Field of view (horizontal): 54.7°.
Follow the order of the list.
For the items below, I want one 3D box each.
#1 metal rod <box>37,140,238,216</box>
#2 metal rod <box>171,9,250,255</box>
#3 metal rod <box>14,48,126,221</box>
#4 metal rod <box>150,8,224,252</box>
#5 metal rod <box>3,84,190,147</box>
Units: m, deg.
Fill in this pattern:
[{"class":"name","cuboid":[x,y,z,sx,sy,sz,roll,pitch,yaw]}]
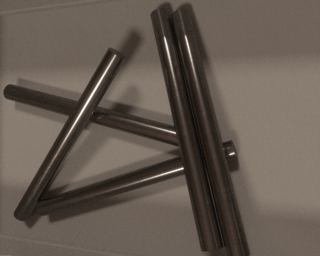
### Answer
[{"class":"metal rod","cuboid":[-0.043,0.074,0.424,0.300,0.025,0.025,-19,84,18]},{"class":"metal rod","cuboid":[0.056,-0.004,0.368,0.025,0.025,0.299,-16,77,19]},{"class":"metal rod","cuboid":[-0.135,0.021,0.436,0.025,0.025,0.298,41,110,15]},{"class":"metal rod","cuboid":[0.029,-0.009,0.377,0.025,0.025,0.299,-16,76,19]},{"class":"metal rod","cuboid":[-0.101,-0.021,0.444,0.301,0.025,0.025,15,95,19]}]
